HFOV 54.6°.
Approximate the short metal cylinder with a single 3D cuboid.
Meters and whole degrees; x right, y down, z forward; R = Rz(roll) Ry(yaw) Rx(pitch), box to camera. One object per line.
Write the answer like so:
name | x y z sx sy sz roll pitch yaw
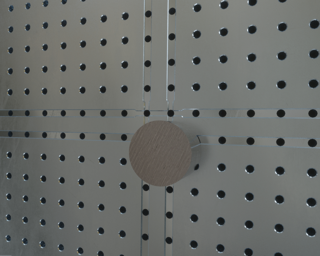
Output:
short metal cylinder | 0.008 0.031 0.397 0.080 0.050 0.080 0 90 20
